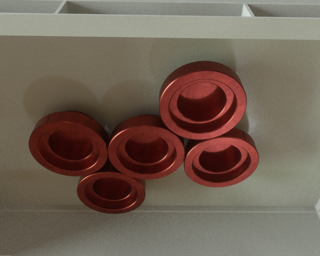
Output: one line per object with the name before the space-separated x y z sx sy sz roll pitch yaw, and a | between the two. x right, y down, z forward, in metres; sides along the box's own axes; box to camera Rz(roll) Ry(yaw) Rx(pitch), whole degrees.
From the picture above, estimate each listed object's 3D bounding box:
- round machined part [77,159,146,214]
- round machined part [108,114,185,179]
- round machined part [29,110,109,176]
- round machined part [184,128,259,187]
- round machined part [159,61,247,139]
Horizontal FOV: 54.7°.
round machined part | -0.070 0.083 0.464 0.099 0.042 0.097 0 130 0
round machined part | -0.017 0.021 0.411 0.099 0.042 0.097 0 130 0
round machined part | -0.115 0.016 0.407 0.099 0.042 0.097 0 130 0
round machined part | 0.081 0.034 0.424 0.099 0.042 0.097 0 130 0
round machined part | 0.048 -0.036 0.364 0.099 0.042 0.097 0 130 0
